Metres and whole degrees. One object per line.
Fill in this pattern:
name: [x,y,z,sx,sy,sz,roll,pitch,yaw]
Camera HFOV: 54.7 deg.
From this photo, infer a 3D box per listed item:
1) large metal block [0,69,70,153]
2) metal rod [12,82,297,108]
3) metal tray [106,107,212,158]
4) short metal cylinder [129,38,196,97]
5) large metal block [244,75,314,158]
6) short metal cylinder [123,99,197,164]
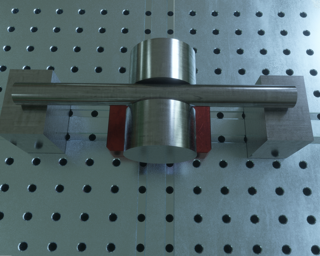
large metal block: [-0.151,-0.018,0.387,0.050,0.080,0.080,1,70,0]
metal rod: [-0.006,-0.036,0.339,0.302,0.025,0.025,1,70,0]
metal tray: [0.000,-0.008,0.412,0.131,0.030,0.090,1,70,0]
short metal cylinder: [0.003,-0.064,0.374,0.080,0.080,0.050,1,70,0]
large metal block: [0.142,-0.011,0.386,0.050,0.080,0.080,1,70,0]
short metal cylinder: [0.001,0.007,0.348,0.080,0.080,0.050,1,70,0]
